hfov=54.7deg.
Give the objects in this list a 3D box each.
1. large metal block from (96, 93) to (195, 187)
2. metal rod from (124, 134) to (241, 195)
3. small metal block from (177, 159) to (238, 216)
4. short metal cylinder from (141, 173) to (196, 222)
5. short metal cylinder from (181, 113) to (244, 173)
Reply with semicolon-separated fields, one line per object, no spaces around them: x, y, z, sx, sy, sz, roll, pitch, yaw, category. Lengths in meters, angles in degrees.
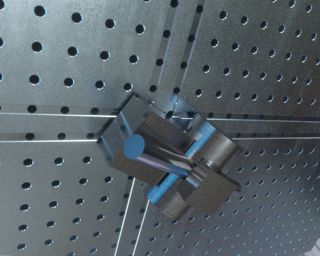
-0.018;0.017;0.388;0.080;0.050;0.080;33;100;-39;large metal block
0.052;0.062;0.423;0.025;0.025;0.301;-50;144;7;metal rod
0.058;0.075;0.383;0.050;0.025;0.050;35;99;-30;small metal block
0.021;0.084;0.434;0.080;0.080;0.050;34;99;-39;short metal cylinder
0.067;0.023;0.423;0.080;0.080;0.050;31;101;-38;short metal cylinder
